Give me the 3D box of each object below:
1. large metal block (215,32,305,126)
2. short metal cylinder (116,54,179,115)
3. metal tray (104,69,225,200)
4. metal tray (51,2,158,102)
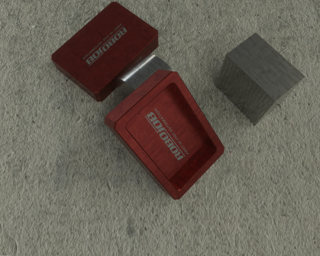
[{"bbox_3d":[0.124,-0.060,0.402,0.050,0.080,0.080,-38,75,-13],"label":"large metal block"},{"bbox_3d":[-0.010,-0.047,0.396,0.050,0.080,0.080,-43,76,-14],"label":"short metal cylinder"},{"bbox_3d":[0.011,0.010,0.357,0.090,0.030,0.130,-44,120,-13],"label":"metal tray"},{"bbox_3d":[-0.076,-0.112,0.446,0.090,0.030,0.130,39,74,13],"label":"metal tray"}]
